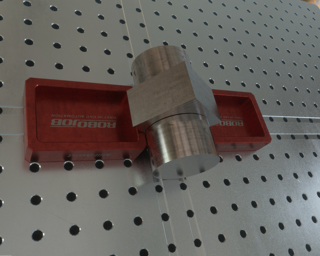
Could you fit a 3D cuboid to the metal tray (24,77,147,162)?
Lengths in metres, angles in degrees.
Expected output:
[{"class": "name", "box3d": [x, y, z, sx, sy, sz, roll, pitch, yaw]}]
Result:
[{"class": "metal tray", "box3d": [-0.087, -0.009, 0.363, 0.131, 0.030, 0.090, 1, 61, -28]}]

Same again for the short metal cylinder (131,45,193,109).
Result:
[{"class": "short metal cylinder", "box3d": [0.005, -0.064, 0.414, 0.081, 0.080, 0.050, 1, 61, -28]}]

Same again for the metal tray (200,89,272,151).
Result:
[{"class": "metal tray", "box3d": [0.096, -0.012, 0.464, 0.131, 0.030, 0.090, 1, 61, -28]}]

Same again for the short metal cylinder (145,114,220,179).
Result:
[{"class": "short metal cylinder", "box3d": [0.026, 0.024, 0.371, 0.081, 0.080, 0.050, 2, 61, -28]}]

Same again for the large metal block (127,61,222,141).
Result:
[{"class": "large metal block", "box3d": [0.019, -0.026, 0.380, 0.080, 0.080, 0.050, 30, 41, -54]}]
